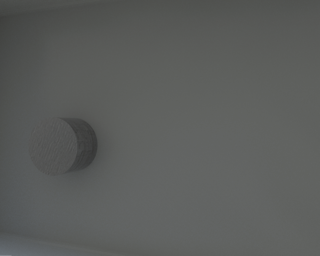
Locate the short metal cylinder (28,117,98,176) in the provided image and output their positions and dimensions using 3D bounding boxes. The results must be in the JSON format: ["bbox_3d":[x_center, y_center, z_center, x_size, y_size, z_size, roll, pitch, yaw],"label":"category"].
[{"bbox_3d":[-0.138,0.025,0.444,0.080,0.050,0.079,0,90,19],"label":"short metal cylinder"}]
